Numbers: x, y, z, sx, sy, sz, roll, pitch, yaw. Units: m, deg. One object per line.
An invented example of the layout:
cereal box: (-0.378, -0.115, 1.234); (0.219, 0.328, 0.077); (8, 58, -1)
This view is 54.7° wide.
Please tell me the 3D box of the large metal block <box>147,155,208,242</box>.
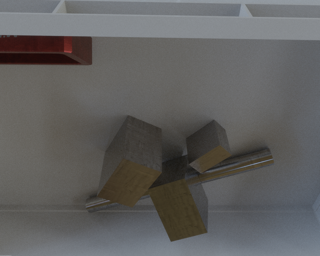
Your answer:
large metal block: (0.028, 0.093, 0.426); (0.050, 0.080, 0.080); (-20, 103, 14)

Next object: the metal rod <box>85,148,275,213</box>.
metal rod: (0.022, 0.085, 0.481); (0.301, 0.025, 0.025); (-18, 128, 14)

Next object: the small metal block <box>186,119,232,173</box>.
small metal block: (0.064, 0.025, 0.415); (0.050, 0.050, 0.025); (-36, 122, 26)

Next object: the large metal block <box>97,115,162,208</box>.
large metal block: (-0.039, 0.044, 0.410); (0.050, 0.080, 0.080); (23, 126, -18)

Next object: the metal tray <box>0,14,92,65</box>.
metal tray: (-0.139, -0.081, 0.295); (0.131, 0.090, 0.030); (0, 94, -1)
